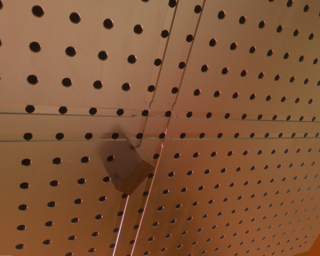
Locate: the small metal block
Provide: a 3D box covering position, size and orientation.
[{"bbox_3d":[-0.041,0.051,0.406,0.050,0.050,0.025,-49,129,6],"label":"small metal block"}]
